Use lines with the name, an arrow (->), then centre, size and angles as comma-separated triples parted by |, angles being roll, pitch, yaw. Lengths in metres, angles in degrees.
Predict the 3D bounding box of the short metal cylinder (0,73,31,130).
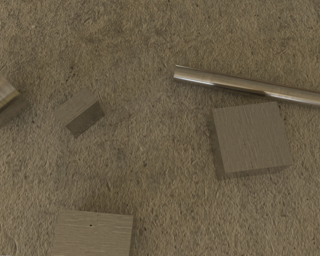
short metal cylinder -> -0.213, -0.043, 0.393 | 0.080, 0.080, 0.050 | 43, 76, 14

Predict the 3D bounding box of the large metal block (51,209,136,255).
large metal block -> -0.072, 0.137, 0.344 | 0.080, 0.050, 0.080 | 5, 70, 1

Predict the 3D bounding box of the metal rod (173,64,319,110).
metal rod -> 0.169, -0.048, 0.426 | 0.302, 0.025, 0.025 | 11, 71, 4

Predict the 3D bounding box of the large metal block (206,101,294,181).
large metal block -> 0.109, 0.017, 0.389 | 0.081, 0.050, 0.080 | -7, 70, -3

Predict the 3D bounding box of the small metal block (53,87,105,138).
small metal block -> -0.103, -0.019, 0.401 | 0.050, 0.050, 0.025 | -41, 75, -13
